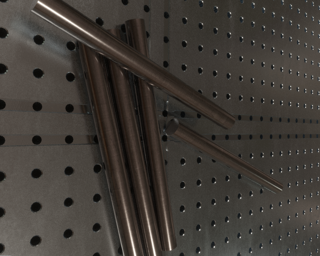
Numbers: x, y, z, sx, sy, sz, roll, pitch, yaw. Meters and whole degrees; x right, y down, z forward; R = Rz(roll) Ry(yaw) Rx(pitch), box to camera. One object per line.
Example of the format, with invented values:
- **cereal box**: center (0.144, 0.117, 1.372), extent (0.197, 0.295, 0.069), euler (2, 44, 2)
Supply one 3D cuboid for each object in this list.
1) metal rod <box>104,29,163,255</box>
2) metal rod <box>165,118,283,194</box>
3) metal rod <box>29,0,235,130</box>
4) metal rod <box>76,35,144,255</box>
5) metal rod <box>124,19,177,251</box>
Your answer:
- **metal rod**: center (-0.033, 0.032, 0.383), extent (0.025, 0.025, 0.298), euler (-17, 101, -39)
- **metal rod**: center (0.122, 0.057, 0.514), extent (0.301, 0.025, 0.025), euler (29, 72, -37)
- **metal rod**: center (-0.005, -0.063, 0.372), extent (0.301, 0.025, 0.025), euler (27, 73, -37)
- **metal rod**: center (-0.053, 0.045, 0.365), extent (0.025, 0.025, 0.298), euler (-18, 102, -39)
- **metal rod**: center (-0.010, 0.014, 0.402), extent (0.025, 0.025, 0.298), euler (-14, 99, -39)
